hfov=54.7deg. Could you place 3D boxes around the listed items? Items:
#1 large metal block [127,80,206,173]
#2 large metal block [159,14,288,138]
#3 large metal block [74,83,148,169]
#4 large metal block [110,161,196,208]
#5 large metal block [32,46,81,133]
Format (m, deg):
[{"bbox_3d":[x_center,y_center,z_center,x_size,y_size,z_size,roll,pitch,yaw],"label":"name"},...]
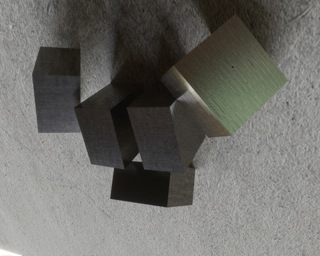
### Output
[{"bbox_3d":[0.012,-0.005,0.362,0.050,0.080,0.079,1,119,27],"label":"large metal block"},{"bbox_3d":[0.060,-0.047,0.303,0.080,0.080,0.050,50,166,-7],"label":"large metal block"},{"bbox_3d":[-0.054,-0.006,0.396,0.050,0.080,0.079,5,121,25],"label":"large metal block"},{"bbox_3d":[-0.007,0.073,0.412,0.080,0.080,0.050,1,80,27],"label":"large metal block"},{"bbox_3d":[-0.128,-0.050,0.396,0.050,0.080,0.079,0,126,-14],"label":"large metal block"}]
